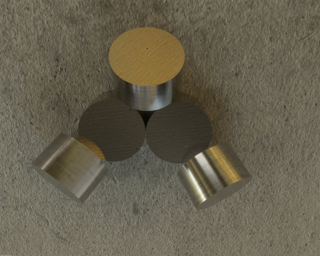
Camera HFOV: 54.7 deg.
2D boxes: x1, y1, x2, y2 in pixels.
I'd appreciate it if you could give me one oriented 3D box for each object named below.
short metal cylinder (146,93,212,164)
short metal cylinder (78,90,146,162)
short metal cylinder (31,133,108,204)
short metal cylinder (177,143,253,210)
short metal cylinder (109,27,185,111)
[{"bbox_3d":[0.023,-0.001,0.397,0.081,0.050,0.079,0,110,0],"label":"short metal cylinder"},{"bbox_3d":[-0.058,-0.004,0.395,0.081,0.050,0.079,0,110,0],"label":"short metal cylinder"},{"bbox_3d":[-0.114,0.052,0.393,0.080,0.080,0.050,44,64,-15],"label":"short metal cylinder"},{"bbox_3d":[0.070,0.063,0.399,0.080,0.080,0.050,-35,65,12],"label":"short metal cylinder"},{"bbox_3d":[-0.015,-0.066,0.351,0.081,0.080,0.050,2,153,-1],"label":"short metal cylinder"}]
